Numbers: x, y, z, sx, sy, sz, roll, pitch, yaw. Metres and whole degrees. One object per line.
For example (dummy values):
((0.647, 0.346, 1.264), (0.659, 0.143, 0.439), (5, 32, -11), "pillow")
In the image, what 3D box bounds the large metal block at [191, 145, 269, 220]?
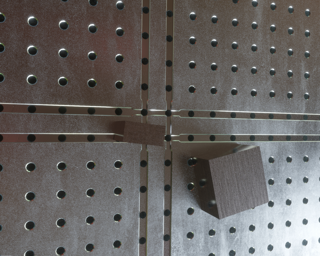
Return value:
((0.098, 0.072, 0.436), (0.081, 0.050, 0.080), (-12, 94, -20), "large metal block")

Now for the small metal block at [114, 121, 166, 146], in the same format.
((-0.027, 0.007, 0.390), (0.050, 0.050, 0.025), (8, 88, -20), "small metal block")
